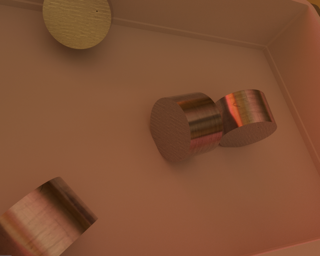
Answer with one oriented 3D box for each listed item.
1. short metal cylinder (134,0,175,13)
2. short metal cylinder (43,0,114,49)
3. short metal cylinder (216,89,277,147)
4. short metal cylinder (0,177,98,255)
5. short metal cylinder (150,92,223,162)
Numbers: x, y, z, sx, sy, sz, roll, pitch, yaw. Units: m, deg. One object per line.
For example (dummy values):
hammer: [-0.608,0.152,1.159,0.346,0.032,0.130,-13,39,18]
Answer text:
short metal cylinder: [-0.006,-0.249,0.540,0.081,0.050,0.080,14,56,-21]
short metal cylinder: [-0.101,-0.145,0.395,0.080,0.080,0.050,23,20,-14]
short metal cylinder: [0.117,-0.012,0.440,0.081,0.080,0.050,2,61,-27]
short metal cylinder: [-0.100,0.087,0.263,0.050,0.080,0.080,47,51,4]
short metal cylinder: [0.031,-0.002,0.388,0.050,0.080,0.080,-13,69,-34]
